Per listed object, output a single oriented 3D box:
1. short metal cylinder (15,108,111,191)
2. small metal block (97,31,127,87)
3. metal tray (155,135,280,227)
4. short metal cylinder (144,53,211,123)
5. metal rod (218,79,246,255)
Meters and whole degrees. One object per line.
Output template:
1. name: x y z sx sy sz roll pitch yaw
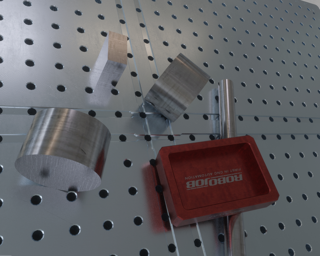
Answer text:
1. short metal cylinder: -0.093 0.024 0.308 0.081 0.080 0.050 19 55 -18
2. small metal block: -0.064 -0.091 0.413 0.025 0.050 0.050 11 57 -23
3. metal tray: 0.068 0.061 0.381 0.131 0.030 0.090 -7 60 -17
4. short metal cylinder: 0.023 -0.054 0.418 0.050 0.080 0.080 39 51 -3
5. metal rod: 0.097 0.053 0.427 0.025 0.025 0.300 18 55 -18
